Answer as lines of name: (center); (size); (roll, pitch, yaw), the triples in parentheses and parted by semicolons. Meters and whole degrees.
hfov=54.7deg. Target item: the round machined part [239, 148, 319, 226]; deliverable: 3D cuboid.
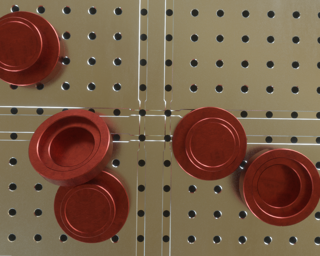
round machined part: (0.153, 0.074, 0.407); (0.099, 0.042, 0.097); (0, 90, -1)

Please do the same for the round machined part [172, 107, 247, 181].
round machined part: (0.066, 0.021, 0.406); (0.099, 0.042, 0.097); (0, 90, -1)

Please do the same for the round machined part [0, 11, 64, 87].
round machined part: (-0.180, -0.104, 0.402); (0.099, 0.042, 0.097); (0, 90, -1)

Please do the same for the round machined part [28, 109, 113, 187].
round machined part: (-0.108, 0.028, 0.389); (0.099, 0.042, 0.098); (-2, 59, 4)

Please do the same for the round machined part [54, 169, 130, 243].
round machined part: (-0.090, 0.102, 0.404); (0.099, 0.042, 0.097); (0, 90, -1)
